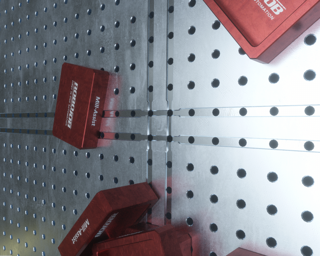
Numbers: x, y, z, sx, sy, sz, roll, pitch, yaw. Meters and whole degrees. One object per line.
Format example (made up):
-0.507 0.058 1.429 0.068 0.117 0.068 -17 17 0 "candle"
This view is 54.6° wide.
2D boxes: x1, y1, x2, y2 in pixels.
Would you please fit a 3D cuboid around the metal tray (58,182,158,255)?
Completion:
-0.071 0.132 0.427 0.030 0.091 0.129 52 120 28 "metal tray"

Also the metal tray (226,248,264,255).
0.108 0.202 0.317 0.090 0.030 0.129 3 92 40 "metal tray"

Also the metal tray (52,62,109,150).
-0.135 -0.038 0.520 0.090 0.030 0.129 19 102 38 "metal tray"

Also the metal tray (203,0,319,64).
0.100 -0.144 0.323 0.090 0.030 0.130 -44 63 31 "metal tray"

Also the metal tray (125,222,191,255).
-0.004 0.200 0.410 0.090 0.030 0.129 -1 89 40 "metal tray"

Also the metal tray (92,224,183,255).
-0.027 0.179 0.389 0.130 0.030 0.090 -27 73 36 "metal tray"
